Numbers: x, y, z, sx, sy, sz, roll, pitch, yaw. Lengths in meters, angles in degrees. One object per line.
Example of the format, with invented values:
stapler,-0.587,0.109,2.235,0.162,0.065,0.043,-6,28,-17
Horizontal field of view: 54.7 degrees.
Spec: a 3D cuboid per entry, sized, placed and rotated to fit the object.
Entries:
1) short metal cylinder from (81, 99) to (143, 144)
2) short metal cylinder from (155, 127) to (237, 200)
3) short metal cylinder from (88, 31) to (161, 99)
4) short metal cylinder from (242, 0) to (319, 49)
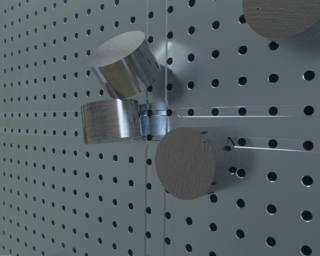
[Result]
short metal cylinder,-0.066,-0.007,0.428,0.080,0.081,0.050,-11,83,39
short metal cylinder,0.041,0.039,0.359,0.080,0.050,0.079,0,90,40
short metal cylinder,-0.046,-0.083,0.403,0.080,0.050,0.080,-18,38,15
short metal cylinder,0.126,-0.118,0.289,0.080,0.050,0.079,0,90,40
